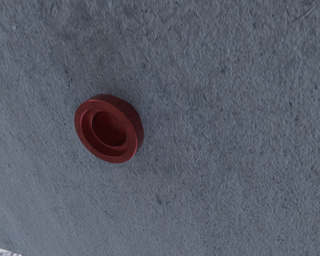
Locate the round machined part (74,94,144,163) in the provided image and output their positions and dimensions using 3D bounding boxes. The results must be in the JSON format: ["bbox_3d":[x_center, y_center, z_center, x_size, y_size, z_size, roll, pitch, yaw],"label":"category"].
[{"bbox_3d":[-0.065,-0.003,0.429,0.098,0.042,0.097,13,124,21],"label":"round machined part"}]
